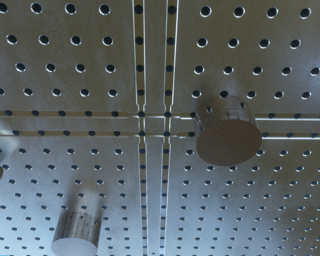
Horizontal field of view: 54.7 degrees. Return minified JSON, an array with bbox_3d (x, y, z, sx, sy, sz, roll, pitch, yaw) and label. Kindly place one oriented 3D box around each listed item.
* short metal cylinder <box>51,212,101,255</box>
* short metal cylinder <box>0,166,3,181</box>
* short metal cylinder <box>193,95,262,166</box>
[{"bbox_3d":[-0.150,0.197,0.561,0.081,0.050,0.079,-1,130,0],"label":"short metal cylinder"},{"bbox_3d":[-0.271,0.071,0.432,0.080,0.080,0.050,-24,126,18],"label":"short metal cylinder"},{"bbox_3d":[0.085,0.004,0.400,0.081,0.050,0.079,0,130,0],"label":"short metal cylinder"}]
